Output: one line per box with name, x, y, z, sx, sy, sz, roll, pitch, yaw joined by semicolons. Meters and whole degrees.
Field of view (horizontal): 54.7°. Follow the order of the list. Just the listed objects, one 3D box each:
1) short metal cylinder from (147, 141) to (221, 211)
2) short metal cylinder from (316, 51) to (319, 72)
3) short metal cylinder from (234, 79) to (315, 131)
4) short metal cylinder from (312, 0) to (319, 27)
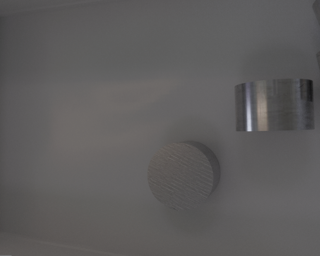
short metal cylinder;0.031;0.057;0.386;0.080;0.050;0.080;0;90;20
short metal cylinder;0.205;-0.061;0.309;0.080;0.080;0.050;-13;86;19
short metal cylinder;0.123;-0.022;0.338;0.080;0.080;0.050;-2;90;20
short metal cylinder;0.203;-0.118;0.309;0.080;0.080;0.050;-20;83;19
